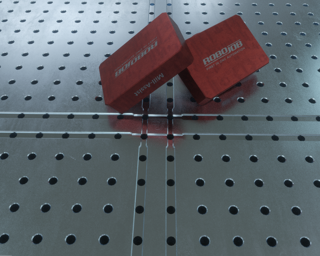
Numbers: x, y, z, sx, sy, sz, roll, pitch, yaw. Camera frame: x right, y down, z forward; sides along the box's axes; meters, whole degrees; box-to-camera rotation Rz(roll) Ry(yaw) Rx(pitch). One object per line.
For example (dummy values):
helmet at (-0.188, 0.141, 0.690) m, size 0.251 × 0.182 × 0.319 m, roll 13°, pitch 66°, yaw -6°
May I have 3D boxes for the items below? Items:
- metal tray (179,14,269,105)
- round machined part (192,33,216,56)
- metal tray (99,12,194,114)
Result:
metal tray at (0.089, -0.103, 0.461) m, size 0.131 × 0.030 × 0.090 m, roll -32°, pitch 87°, yaw -22°
round machined part at (0.078, -0.118, 0.496) m, size 0.099 × 0.042 × 0.098 m, roll 0°, pitch 50°, yaw 0°
metal tray at (-0.025, -0.090, 0.433) m, size 0.130 × 0.030 × 0.090 m, roll -34°, pitch 48°, yaw 20°
